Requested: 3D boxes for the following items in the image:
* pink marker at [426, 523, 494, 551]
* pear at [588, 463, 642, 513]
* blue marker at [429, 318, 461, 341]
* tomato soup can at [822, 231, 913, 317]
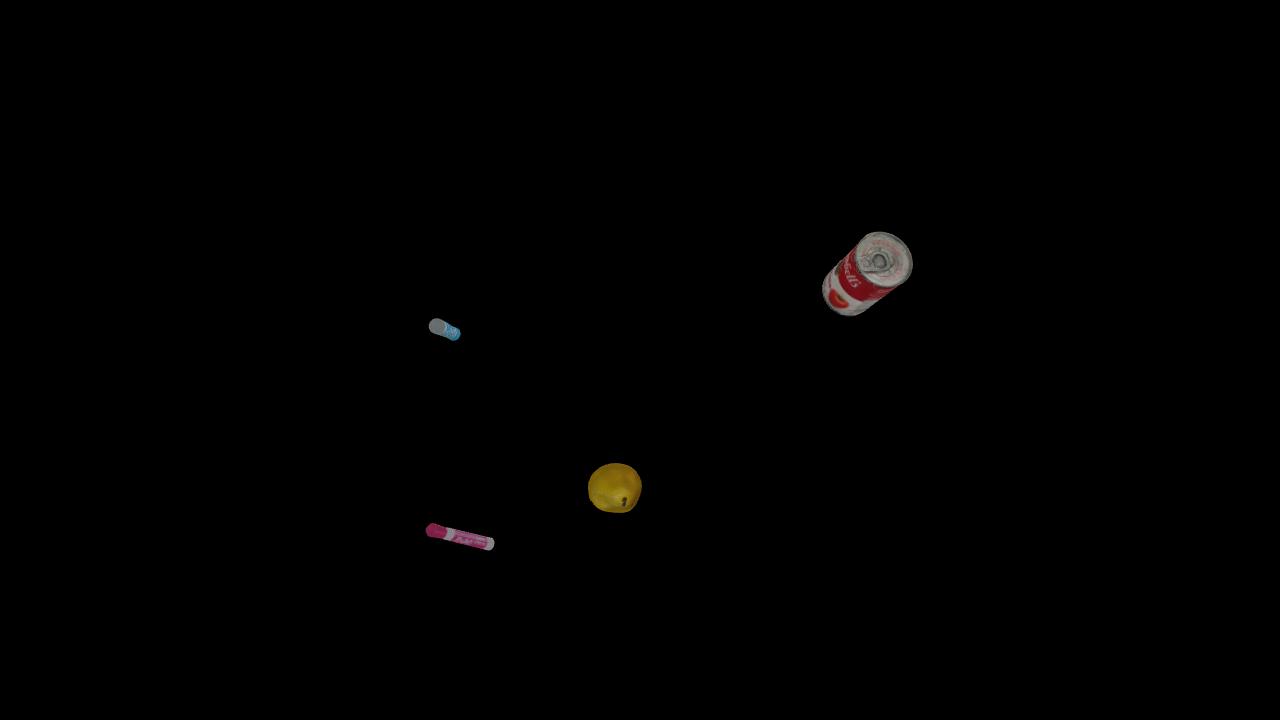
[{"bbox_3d":[-0.261,0.257,0.894,0.020,0.020,0.121,0,-23,36],"label":"pink marker"},{"bbox_3d":[-0.027,0.190,0.891,0.080,0.080,0.111,0,2,-25],"label":"pear"},{"bbox_3d":[-0.246,-0.037,0.780,0.020,0.020,0.121,0,-2,-8],"label":"blue marker"},{"bbox_3d":[0.266,-0.099,0.729,0.068,0.068,0.101,0,-15,-6],"label":"tomato soup can"}]
